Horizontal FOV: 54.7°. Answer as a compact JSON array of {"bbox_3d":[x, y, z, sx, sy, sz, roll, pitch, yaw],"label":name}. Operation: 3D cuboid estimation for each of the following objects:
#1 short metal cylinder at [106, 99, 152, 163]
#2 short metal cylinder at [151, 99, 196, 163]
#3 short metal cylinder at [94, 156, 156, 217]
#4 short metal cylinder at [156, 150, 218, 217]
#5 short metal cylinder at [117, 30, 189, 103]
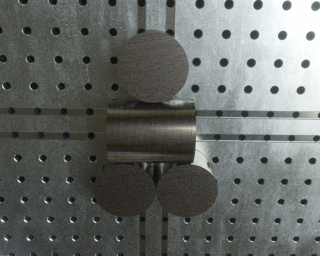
[{"bbox_3d":[-0.035,0.004,0.385,0.050,0.080,0.079,0,110,-1],"label":"short metal cylinder"},{"bbox_3d":[0.015,0.004,0.386,0.050,0.080,0.079,0,110,-1],"label":"short metal cylinder"},{"bbox_3d":[-0.046,0.074,0.426,0.081,0.050,0.079,0,110,-1],"label":"short metal cylinder"},{"bbox_3d":[0.035,0.074,0.426,0.081,0.050,0.079,0,110,-1],"label":"short metal cylinder"},{"bbox_3d":[-0.008,-0.076,0.372,0.081,0.050,0.079,0,110,-1],"label":"short metal cylinder"}]
